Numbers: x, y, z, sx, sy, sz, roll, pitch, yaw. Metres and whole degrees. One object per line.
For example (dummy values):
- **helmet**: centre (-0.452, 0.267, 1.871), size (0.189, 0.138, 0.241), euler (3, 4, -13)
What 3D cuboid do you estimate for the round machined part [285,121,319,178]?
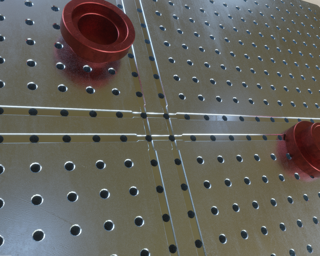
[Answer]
- **round machined part**: centre (0.264, 0.030, 0.520), size (0.099, 0.042, 0.098), euler (13, 56, -21)

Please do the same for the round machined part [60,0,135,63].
- **round machined part**: centre (-0.088, -0.130, 0.429), size (0.099, 0.042, 0.098), euler (13, 56, -21)
